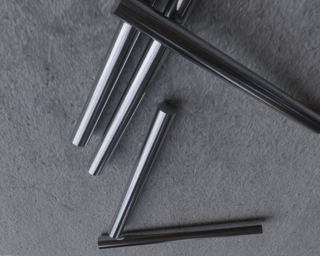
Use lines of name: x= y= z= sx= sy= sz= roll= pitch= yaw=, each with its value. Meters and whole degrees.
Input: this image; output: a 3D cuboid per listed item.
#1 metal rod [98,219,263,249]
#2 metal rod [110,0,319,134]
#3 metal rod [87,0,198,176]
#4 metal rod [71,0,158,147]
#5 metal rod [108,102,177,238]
metal rod: x=0.034 y=0.198 z=0.576 sx=0.302 sy=0.025 sz=0.025 roll=-8 pitch=130 yaw=6
metal rod: x=0.086 y=-0.057 z=0.338 sx=0.302 sy=0.025 sz=0.025 roll=23 pitch=126 yaw=-27
metal rod: x=-0.030 y=-0.042 z=0.371 sx=0.025 sy=0.025 sz=0.298 roll=20 pitch=127 yaw=-17
metal rod: x=-0.042 y=-0.086 z=0.333 sx=0.025 sy=0.025 sz=0.298 roll=21 pitch=127 yaw=-17
metal rod: x=-0.037 y=0.083 z=0.477 sx=0.025 sy=0.025 sz=0.298 roll=14 pitch=129 yaw=-12
